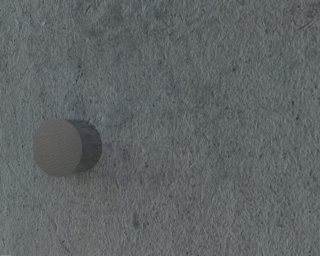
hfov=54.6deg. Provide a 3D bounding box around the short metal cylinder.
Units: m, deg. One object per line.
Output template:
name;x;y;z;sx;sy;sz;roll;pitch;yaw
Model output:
short metal cylinder;-0.131;0.027;0.443;0.080;0.050;0.080;0;90;20
